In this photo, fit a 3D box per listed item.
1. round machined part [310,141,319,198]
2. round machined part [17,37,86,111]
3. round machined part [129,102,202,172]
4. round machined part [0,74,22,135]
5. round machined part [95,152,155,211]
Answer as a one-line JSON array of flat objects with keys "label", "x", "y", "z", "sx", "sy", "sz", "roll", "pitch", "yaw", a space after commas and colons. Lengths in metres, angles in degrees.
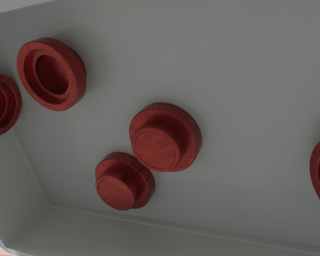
[{"label": "round machined part", "x": 0.200, "y": 0.048, "z": 0.301, "sx": 0.098, "sy": 0.042, "sz": 0.097, "roll": 167, "pitch": 90, "yaw": -72}, {"label": "round machined part", "x": -0.141, "y": -0.075, "z": 0.423, "sx": 0.098, "sy": 0.042, "sz": 0.097, "roll": 13, "pitch": 124, "yaw": 20}, {"label": "round machined part", "x": 0.002, "y": 0.019, "z": 0.407, "sx": 0.098, "sy": 0.042, "sz": 0.097, "roll": 13, "pitch": 124, "yaw": 20}, {"label": "round machined part", "x": -0.268, "y": -0.037, "z": 0.477, "sx": 0.042, "sy": 0.098, "sz": 0.097, "roll": 12, "pitch": 123, "yaw": 22}, {"label": "round machined part", "x": -0.060, "y": 0.089, "z": 0.483, "sx": 0.098, "sy": 0.042, "sz": 0.097, "roll": 13, "pitch": 124, "yaw": 20}]
